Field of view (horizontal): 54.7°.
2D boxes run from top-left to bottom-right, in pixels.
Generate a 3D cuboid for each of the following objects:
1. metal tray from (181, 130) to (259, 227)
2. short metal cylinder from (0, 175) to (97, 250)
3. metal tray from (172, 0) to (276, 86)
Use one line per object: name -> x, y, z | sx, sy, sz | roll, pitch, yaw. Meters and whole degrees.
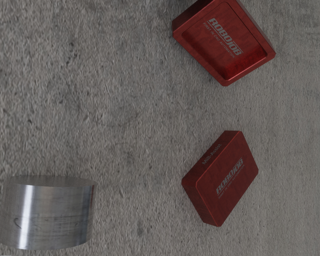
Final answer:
metal tray -> 0.099, 0.075, 0.484 | 0.131, 0.030, 0.090 | -43, 116, -31
short metal cylinder -> -0.101, 0.073, 0.284 | 0.081, 0.080, 0.050 | 8, 85, -40
metal tray -> 0.090, -0.124, 0.436 | 0.130, 0.090, 0.030 | 35, 37, -35
